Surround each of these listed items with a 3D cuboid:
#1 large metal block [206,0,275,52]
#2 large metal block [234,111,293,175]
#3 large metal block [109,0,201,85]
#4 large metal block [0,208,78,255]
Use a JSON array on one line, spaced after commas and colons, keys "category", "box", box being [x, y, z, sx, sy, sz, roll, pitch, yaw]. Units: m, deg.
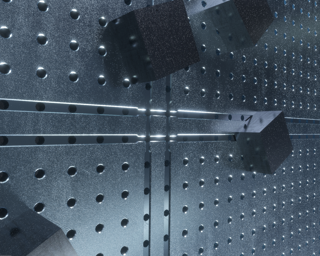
[{"category": "large metal block", "box": [0.132, -0.184, 0.502, 0.080, 0.050, 0.080, -51, 120, -28]}, {"category": "large metal block", "box": [0.184, 0.023, 0.545, 0.080, 0.050, 0.080, -35, 111, -34]}, {"category": "large metal block", "box": [-0.004, -0.108, 0.388, 0.081, 0.050, 0.080, -30, 109, -36]}, {"category": "large metal block", "box": [-0.108, 0.129, 0.282, 0.050, 0.080, 0.080, -36, 113, -34]}]
